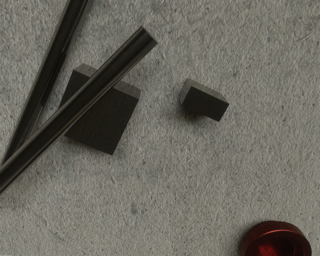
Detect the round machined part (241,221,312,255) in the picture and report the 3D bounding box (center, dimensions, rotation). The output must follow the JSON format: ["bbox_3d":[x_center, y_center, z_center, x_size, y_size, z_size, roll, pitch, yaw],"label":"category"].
[{"bbox_3d":[0.172,0.181,0.470,0.099,0.042,0.097,0,110,-1],"label":"round machined part"}]

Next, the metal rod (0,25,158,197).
[{"bbox_3d":[-0.119,0.000,0.354,0.300,0.025,0.025,-41,105,13],"label":"metal rod"}]

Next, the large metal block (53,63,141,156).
[{"bbox_3d":[-0.078,-0.024,0.387,0.080,0.050,0.080,24,108,-9],"label":"large metal block"}]

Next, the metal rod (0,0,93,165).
[{"bbox_3d":[-0.143,-0.058,0.386,0.025,0.025,0.298,27,108,-10],"label":"metal rod"}]

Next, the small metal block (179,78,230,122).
[{"bbox_3d":[0.053,-0.036,0.384,0.050,0.050,0.025,24,108,-9],"label":"small metal block"}]
